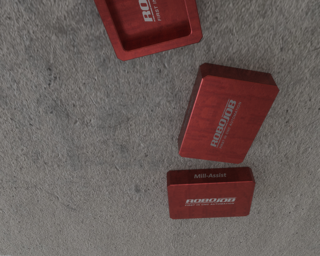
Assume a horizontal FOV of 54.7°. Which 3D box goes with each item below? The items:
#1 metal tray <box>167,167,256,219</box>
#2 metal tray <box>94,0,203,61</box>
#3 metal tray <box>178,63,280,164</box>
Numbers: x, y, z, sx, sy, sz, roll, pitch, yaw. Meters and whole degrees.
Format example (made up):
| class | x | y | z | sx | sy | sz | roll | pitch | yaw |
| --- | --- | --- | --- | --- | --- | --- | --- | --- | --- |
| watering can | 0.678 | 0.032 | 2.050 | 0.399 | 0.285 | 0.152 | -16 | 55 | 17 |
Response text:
| class | x | y | z | sx | sy | sz | roll | pitch | yaw |
| --- | --- | --- | --- | --- | --- | --- | --- | --- | --- |
| metal tray | 0.078 | 0.106 | 0.495 | 0.131 | 0.030 | 0.089 | -3 | 130 | 2 |
| metal tray | -0.017 | -0.134 | 0.288 | 0.090 | 0.030 | 0.129 | -12 | 129 | 10 |
| metal tray | 0.080 | -0.013 | 0.394 | 0.091 | 0.030 | 0.129 | 8 | 130 | -7 |
